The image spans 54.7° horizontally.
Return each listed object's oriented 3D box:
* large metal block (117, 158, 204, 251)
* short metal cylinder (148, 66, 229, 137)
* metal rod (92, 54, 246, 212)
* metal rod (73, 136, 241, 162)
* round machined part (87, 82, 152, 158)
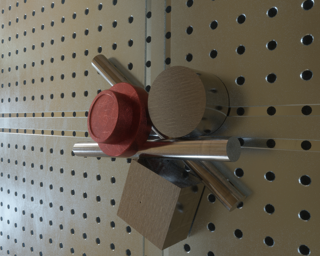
[{"bbox_3d":[-0.001,0.089,0.389,0.080,0.050,0.079,25,106,37],"label":"large metal block"},{"bbox_3d":[0.033,-0.029,0.363,0.080,0.050,0.079,0,90,39],"label":"short metal cylinder"},{"bbox_3d":[-0.005,-0.011,0.412,0.300,0.025,0.025,46,117,30],"label":"metal rod"},{"bbox_3d":[-0.031,0.028,0.409,0.300,0.025,0.025,-4,88,47],"label":"metal rod"},{"bbox_3d":[-0.057,-0.012,0.400,0.098,0.042,0.098,-12,73,43],"label":"round machined part"}]
